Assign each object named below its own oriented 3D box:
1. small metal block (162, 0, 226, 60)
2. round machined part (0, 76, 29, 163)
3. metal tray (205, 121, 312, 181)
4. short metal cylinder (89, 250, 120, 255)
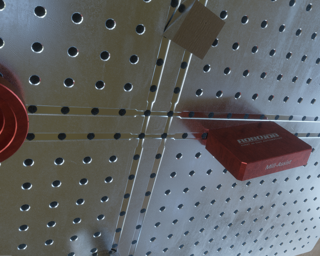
[{"bbox_3d":[0.040,-0.116,0.361,0.050,0.025,0.050,22,107,-36],"label":"small metal block"},{"bbox_3d":[-0.180,-0.012,0.295,0.099,0.042,0.097,-14,124,-21],"label":"round machined part"},{"bbox_3d":[0.147,0.030,0.467,0.131,0.090,0.030,-8,122,-24],"label":"metal tray"},{"bbox_3d":[-0.092,0.244,0.496,0.081,0.050,0.079,-14,124,-21],"label":"short metal cylinder"}]
